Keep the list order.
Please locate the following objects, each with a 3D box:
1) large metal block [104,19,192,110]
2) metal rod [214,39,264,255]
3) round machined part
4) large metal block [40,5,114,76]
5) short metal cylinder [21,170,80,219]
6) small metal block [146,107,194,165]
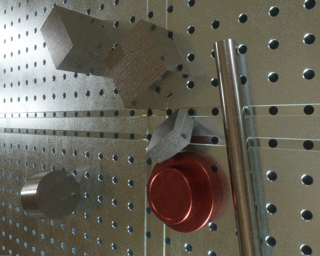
[{"bbox_3d":[-0.018,-0.080,0.408,0.080,0.050,0.080,-38,67,33],"label":"large metal block"},{"bbox_3d":[0.089,0.052,0.336,0.025,0.025,0.298,-10,83,39],"label":"metal rod"},{"bbox_3d":[0.022,0.079,0.380,0.098,0.042,0.097,0,90,40],"label":"round machined part"},{"bbox_3d":[-0.124,-0.131,0.476,0.050,0.081,0.080,-41,65,32],"label":"large metal block"},{"bbox_3d":[-0.186,0.114,0.527,0.050,0.081,0.080,-14,81,39],"label":"short metal cylinder"},{"bbox_3d":[0.013,0.010,0.380,0.025,0.050,0.050,40,123,-14],"label":"small metal block"}]
